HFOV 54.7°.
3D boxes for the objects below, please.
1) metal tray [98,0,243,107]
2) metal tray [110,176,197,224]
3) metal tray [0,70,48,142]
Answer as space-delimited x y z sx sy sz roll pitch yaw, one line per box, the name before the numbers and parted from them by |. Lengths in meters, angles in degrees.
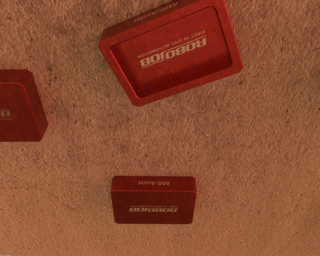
metal tray | 0.013 -0.083 0.333 0.130 0.030 0.090 -18 128 14
metal tray | -0.010 0.119 0.505 0.131 0.030 0.089 1 130 -1
metal tray | -0.216 -0.025 0.380 0.131 0.030 0.089 0 130 0
